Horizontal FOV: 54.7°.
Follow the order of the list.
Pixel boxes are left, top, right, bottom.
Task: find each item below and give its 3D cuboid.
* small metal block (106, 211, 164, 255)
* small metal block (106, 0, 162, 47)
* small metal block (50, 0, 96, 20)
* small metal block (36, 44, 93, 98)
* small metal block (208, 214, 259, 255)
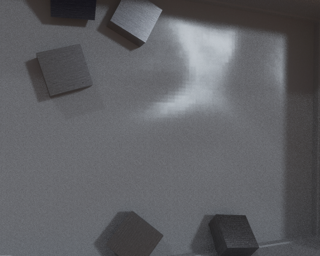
[{"bbox_3d":[-0.031,0.141,0.390,0.050,0.025,0.050,36,77,10],"label":"small metal block"},{"bbox_3d":[-0.033,-0.141,0.399,0.050,0.025,0.050,28,81,-18],"label":"small metal block"},{"bbox_3d":[-0.101,-0.156,0.359,0.050,0.050,0.025,-2,47,-20],"label":"small metal block"},{"bbox_3d":[-0.113,-0.068,0.369,0.050,0.025,0.050,-19,97,-19],"label":"small metal block"},{"bbox_3d":[0.103,0.151,0.435,0.050,0.050,0.025,8,130,-20],"label":"small metal block"}]
